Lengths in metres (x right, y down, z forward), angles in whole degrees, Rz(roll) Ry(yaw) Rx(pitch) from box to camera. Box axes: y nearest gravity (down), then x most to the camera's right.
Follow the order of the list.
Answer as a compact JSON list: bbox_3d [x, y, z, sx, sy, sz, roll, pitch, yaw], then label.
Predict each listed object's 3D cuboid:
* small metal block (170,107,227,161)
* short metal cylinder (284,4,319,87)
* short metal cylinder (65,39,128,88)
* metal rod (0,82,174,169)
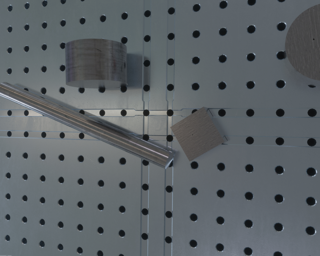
[{"bbox_3d":[0.050,0.008,0.395,0.050,0.025,0.050,-32,80,17],"label":"small metal block"},{"bbox_3d":[0.178,-0.088,0.336,0.080,0.050,0.079,0,90,20],"label":"short metal cylinder"},{"bbox_3d":[-0.084,-0.083,0.413,0.080,0.080,0.050,-1,90,20],"label":"short metal cylinder"},{"bbox_3d":[-0.120,-0.010,0.454,0.301,0.025,0.025,22,97,18],"label":"metal rod"}]
